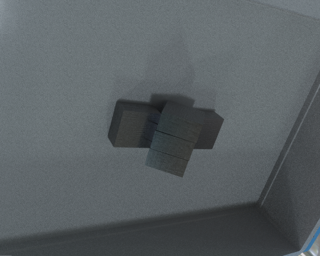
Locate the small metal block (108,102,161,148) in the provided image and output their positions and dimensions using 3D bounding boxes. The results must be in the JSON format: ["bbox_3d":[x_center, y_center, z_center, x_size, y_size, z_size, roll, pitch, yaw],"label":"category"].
[{"bbox_3d":[-0.033,-0.003,0.388,0.050,0.025,0.050,4,117,-31],"label":"small metal block"}]

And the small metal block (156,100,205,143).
[{"bbox_3d":[0.027,-0.009,0.388,0.050,0.050,0.025,19,112,3],"label":"small metal block"}]

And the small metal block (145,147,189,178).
[{"bbox_3d":[0.012,0.035,0.407,0.050,0.050,0.025,18,113,3],"label":"small metal block"}]

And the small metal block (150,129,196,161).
[{"bbox_3d":[0.019,0.013,0.397,0.050,0.050,0.025,18,113,3],"label":"small metal block"}]

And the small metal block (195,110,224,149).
[{"bbox_3d":[0.056,0.002,0.441,0.050,0.025,0.050,3,117,-30],"label":"small metal block"}]
